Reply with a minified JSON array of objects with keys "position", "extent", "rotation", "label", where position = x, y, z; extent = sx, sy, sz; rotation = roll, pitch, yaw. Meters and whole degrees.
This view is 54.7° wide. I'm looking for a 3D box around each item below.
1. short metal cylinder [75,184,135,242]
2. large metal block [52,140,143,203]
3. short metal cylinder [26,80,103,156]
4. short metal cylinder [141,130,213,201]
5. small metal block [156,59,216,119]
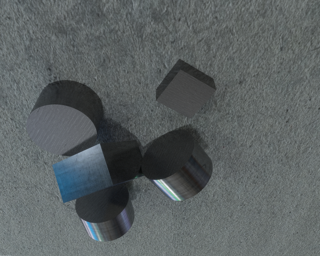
[{"position":[-0.083,0.125,0.477],"extent":[0.080,0.080,0.050],"rotation":[-5,130,4],"label":"short metal cylinder"},{"position":[-0.076,0.055,0.405],"extent":[0.080,0.050,0.080],"rotation":[-24,170,25],"label":"large metal block"},{"position":[-0.114,-0.011,0.380],"extent":[0.081,0.050,0.079],"rotation":[0,130,0],"label":"short metal cylinder"},{"position":[0.023,0.049,0.413],"extent":[0.080,0.080,0.050],"rotation":[-26,126,20],"label":"short metal cylinder"},{"position":[0.030,-0.046,0.369],"extent":[0.050,0.025,0.050],"rotation":[26,125,-21],"label":"small metal block"}]
